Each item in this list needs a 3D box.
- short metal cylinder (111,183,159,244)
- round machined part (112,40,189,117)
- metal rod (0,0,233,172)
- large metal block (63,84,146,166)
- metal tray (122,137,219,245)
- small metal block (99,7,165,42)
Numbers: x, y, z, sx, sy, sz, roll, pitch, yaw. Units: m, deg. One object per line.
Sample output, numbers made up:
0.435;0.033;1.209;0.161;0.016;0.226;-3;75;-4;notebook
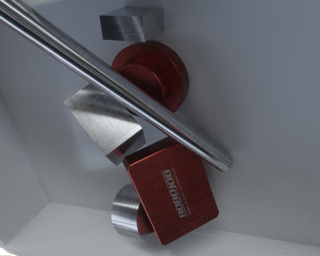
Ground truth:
-0.024;0.123;0.456;0.050;0.080;0.080;-2;118;40;short metal cylinder
-0.018;-0.052;0.374;0.098;0.042;0.097;13;124;20;round machined part
-0.026;-0.030;0.322;0.301;0.025;0.025;34;134;-29;metal rod
-0.064;-0.004;0.384;0.080;0.050;0.080;50;171;12;large metal block
0.017;0.080;0.408;0.129;0.091;0.030;69;168;-21;metal tray
-0.029;-0.114;0.336;0.050;0.050;0.025;10;123;22;small metal block
